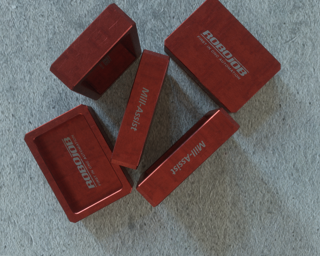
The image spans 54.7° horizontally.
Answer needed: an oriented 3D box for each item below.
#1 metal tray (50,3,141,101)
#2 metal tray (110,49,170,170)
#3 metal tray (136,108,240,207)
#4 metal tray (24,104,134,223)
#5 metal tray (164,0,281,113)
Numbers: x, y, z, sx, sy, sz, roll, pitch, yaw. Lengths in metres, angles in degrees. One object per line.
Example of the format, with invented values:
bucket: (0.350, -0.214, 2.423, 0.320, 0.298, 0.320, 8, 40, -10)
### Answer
metal tray: (-0.065, -0.079, 0.358, 0.030, 0.130, 0.090, 44, 90, -1)
metal tray: (-0.022, -0.021, 0.378, 0.030, 0.090, 0.129, 17, 90, 0)
metal tray: (0.030, 0.032, 0.379, 0.130, 0.090, 0.030, -43, 90, 0)
metal tray: (-0.104, 0.045, 0.407, 0.090, 0.030, 0.130, -29, 90, -1)
metal tray: (0.080, -0.094, 0.410, 0.090, 0.030, 0.130, -44, 91, 0)
